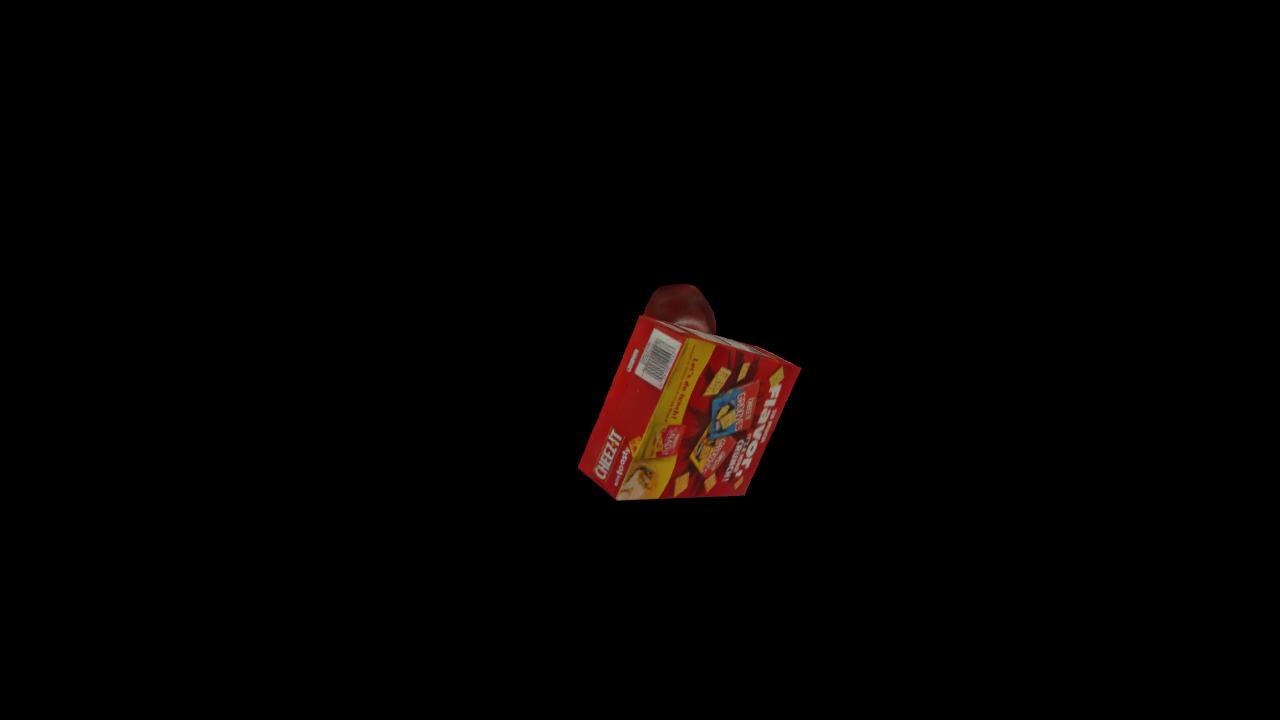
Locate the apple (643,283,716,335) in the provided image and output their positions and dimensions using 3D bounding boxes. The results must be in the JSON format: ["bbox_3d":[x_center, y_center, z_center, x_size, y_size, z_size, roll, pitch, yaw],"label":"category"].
[{"bbox_3d":[0.041,-0.041,0.648,0.079,0.079,0.093,0,36,-5],"label":"apple"}]

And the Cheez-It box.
[{"bbox_3d":[0.061,0.056,0.636,0.223,0.166,0.071,11,15,-48],"label":"Cheez-It box"}]
